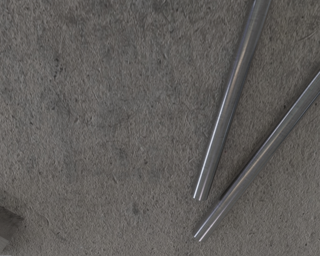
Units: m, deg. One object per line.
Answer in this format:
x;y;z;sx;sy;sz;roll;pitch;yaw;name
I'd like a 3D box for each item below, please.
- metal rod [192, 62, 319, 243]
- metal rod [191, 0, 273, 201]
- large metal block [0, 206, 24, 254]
0.135;0.043;0.426;0.025;0.025;0.298;29;107;-10;metal rod
0.090;-0.039;0.396;0.025;0.025;0.298;12;110;-5;metal rod
-0.263;0.155;0.451;0.080;0.050;0.080;34;106;-12;large metal block
